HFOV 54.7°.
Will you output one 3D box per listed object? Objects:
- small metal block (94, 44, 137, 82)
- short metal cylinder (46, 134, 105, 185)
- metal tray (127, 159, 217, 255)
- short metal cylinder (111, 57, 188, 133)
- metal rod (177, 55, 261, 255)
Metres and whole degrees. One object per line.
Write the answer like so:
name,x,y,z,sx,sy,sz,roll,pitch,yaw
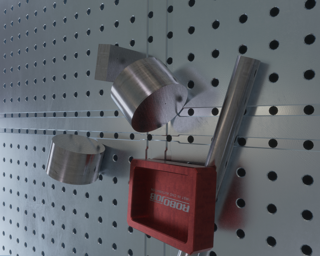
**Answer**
small metal block,-0.063,-0.090,0.445,0.025,0.050,0.050,14,99,39
short metal cylinder,-0.131,0.047,0.482,0.080,0.081,0.050,26,107,37
metal tray,0.009,0.087,0.375,0.130,0.030,0.089,0,85,53
short metal cylinder,-0.013,-0.040,0.384,0.050,0.081,0.080,52,121,27
metal rod,0.058,0.067,0.361,0.025,0.025,0.298,24,105,37
